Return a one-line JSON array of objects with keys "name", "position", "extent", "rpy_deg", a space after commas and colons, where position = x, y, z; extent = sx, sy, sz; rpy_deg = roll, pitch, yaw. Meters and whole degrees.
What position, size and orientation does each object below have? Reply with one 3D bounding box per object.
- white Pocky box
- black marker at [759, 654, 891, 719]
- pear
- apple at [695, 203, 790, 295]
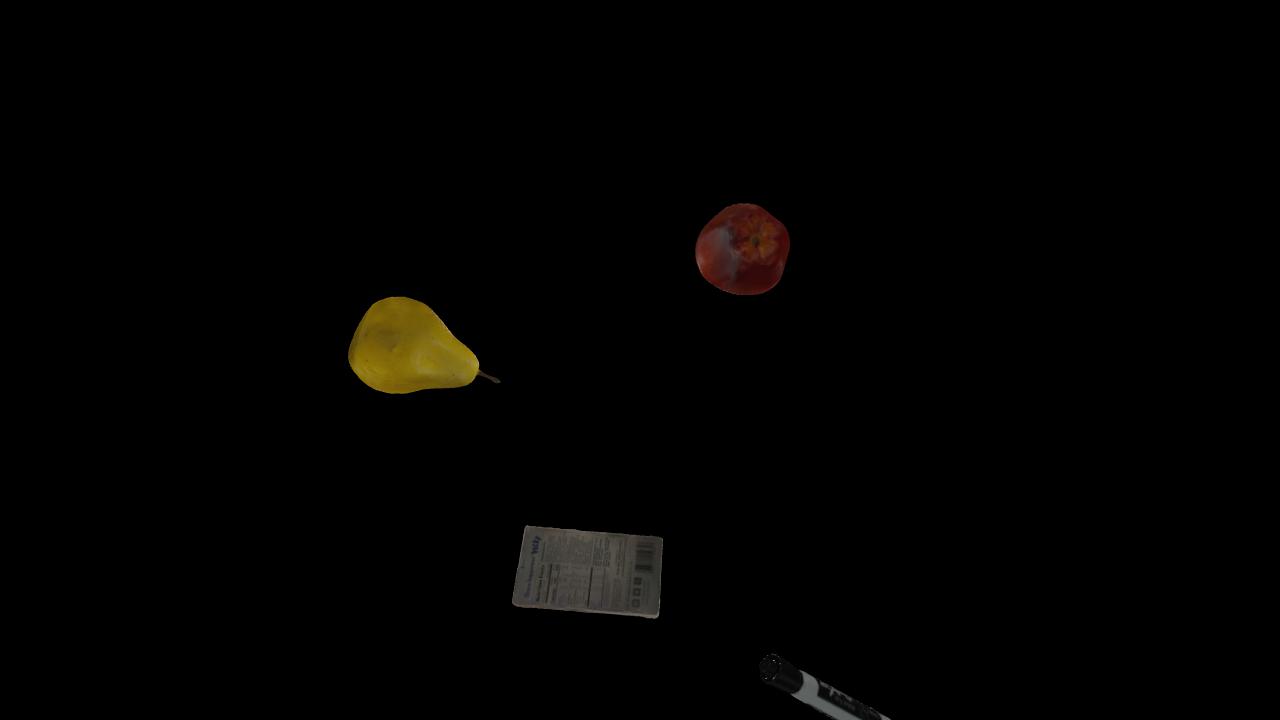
[{"name": "white Pocky box", "position": [-0.054, 0.228, 0.662], "extent": [0.154, 0.084, 0.028], "rpy_deg": [4, -30, 2]}, {"name": "black marker", "position": [0.126, 0.228, 0.412], "extent": [0.121, 0.020, 0.020], "rpy_deg": [36, -13, -19]}, {"name": "pear", "position": [-0.167, -0.004, 0.489], "extent": [0.111, 0.080, 0.080], "rpy_deg": [25, -13, -29]}, {"name": "apple", "position": [0.088, -0.092, 0.519], "extent": [0.079, 0.079, 0.093], "rpy_deg": [0, -2, -8]}]
